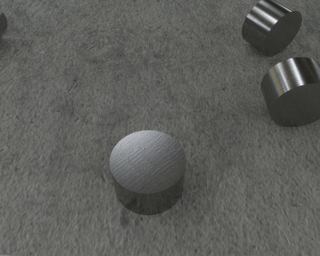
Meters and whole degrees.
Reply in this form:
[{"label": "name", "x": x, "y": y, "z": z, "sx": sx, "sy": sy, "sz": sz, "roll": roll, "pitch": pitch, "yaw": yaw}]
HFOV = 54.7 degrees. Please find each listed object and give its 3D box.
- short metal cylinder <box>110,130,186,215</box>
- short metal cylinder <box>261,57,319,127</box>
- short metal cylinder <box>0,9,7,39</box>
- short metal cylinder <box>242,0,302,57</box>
[{"label": "short metal cylinder", "x": -0.013, "y": 0.049, "z": 0.346, "sx": 0.081, "sy": 0.050, "sz": 0.080, "roll": 0, "pitch": 50, "yaw": 0}, {"label": "short metal cylinder", "x": 0.180, "y": -0.046, "z": 0.408, "sx": 0.081, "sy": 0.080, "sz": 0.050, "roll": -1, "pitch": 50, "yaw": -1}, {"label": "short metal cylinder", "x": -0.301, "y": -0.169, "z": 0.506, "sx": 0.080, "sy": 0.080, "sz": 0.050, "roll": 3, "pitch": 50, "yaw": 2}, {"label": "short metal cylinder", "x": 0.183, "y": -0.165, "z": 0.509, "sx": 0.081, "sy": 0.080, "sz": 0.050, "roll": -25, "pitch": 55, "yaw": -20}]
